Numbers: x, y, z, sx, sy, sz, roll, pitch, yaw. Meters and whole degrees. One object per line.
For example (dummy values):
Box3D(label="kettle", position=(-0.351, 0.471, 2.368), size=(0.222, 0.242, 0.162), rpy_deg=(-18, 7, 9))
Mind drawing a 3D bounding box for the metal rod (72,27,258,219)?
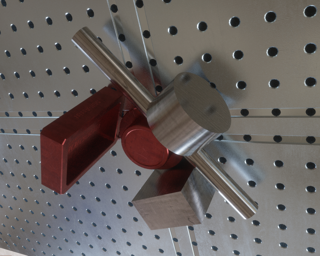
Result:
Box3D(label="metal rod", position=(0.009, -0.003, 0.376), size=(0.300, 0.025, 0.025), rpy_deg=(46, 129, -5))

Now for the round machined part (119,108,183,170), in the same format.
Box3D(label="round machined part", position=(-0.012, 0.017, 0.415), size=(0.098, 0.042, 0.097), rpy_deg=(13, 124, 20))

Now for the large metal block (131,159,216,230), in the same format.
Box3D(label="large metal block", position=(0.023, 0.086, 0.415), size=(0.080, 0.080, 0.050), rpy_deg=(-21, 108, 35))

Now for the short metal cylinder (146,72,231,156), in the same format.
Box3D(label="short metal cylinder", position=(0.032, -0.015, 0.347), size=(0.080, 0.080, 0.050), rpy_deg=(45, 129, -3))

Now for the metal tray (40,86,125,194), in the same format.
Box3D(label="metal tray", position=(-0.096, 0.012, 0.400), size=(0.030, 0.131, 0.089), rpy_deg=(25, 127, 13))
